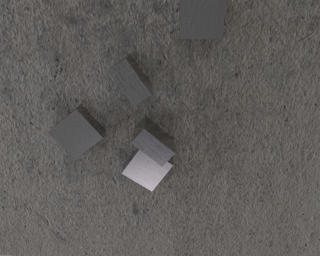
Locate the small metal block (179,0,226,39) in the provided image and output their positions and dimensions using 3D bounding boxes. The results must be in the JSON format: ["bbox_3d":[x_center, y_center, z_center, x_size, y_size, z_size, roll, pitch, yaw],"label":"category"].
[{"bbox_3d":[0.048,-0.131,0.362,0.050,0.025,0.050,0,110,0],"label":"small metal block"}]

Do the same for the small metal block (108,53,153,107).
[{"bbox_3d":[-0.034,-0.059,0.374,0.025,0.050,0.050,-33,107,11],"label":"small metal block"}]

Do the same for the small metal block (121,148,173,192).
[{"bbox_3d":[-0.017,0.051,0.428,0.050,0.025,0.050,33,107,-12],"label":"small metal block"}]

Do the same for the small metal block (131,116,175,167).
[{"bbox_3d":[-0.008,0.016,0.402,0.050,0.050,0.025,39,105,-13],"label":"small metal block"}]

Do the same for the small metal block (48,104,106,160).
[{"bbox_3d":[-0.109,0.005,0.410,0.050,0.025,0.050,-37,106,12],"label":"small metal block"}]
